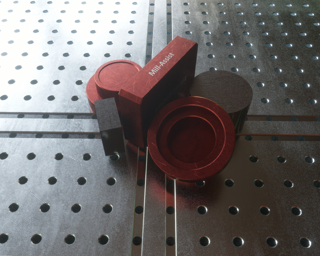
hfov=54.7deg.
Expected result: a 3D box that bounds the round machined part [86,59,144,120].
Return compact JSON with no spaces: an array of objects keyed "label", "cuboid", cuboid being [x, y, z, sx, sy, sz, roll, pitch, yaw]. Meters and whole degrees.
[{"label":"round machined part","cuboid":[-0.056,-0.061,0.441,0.099,0.042,0.098,0,50,0]}]

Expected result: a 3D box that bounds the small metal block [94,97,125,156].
[{"label":"small metal block","cuboid":[-0.063,-0.001,0.386,0.025,0.050,0.050,-12,51,-10]}]

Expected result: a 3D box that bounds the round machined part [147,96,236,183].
[{"label":"round machined part","cuboid":[0.038,0.016,0.364,0.098,0.042,0.098,-3,71,10]}]

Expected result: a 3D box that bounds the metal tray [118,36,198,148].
[{"label":"metal tray","cuboid":[0.002,-0.047,0.400,0.030,0.089,0.130,26,55,20]}]

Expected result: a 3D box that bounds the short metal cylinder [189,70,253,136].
[{"label":"short metal cylinder","cuboid":[0.078,-0.032,0.414,0.081,0.050,0.080,0,50,0]}]
